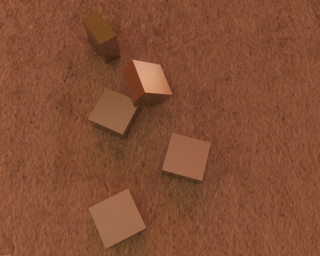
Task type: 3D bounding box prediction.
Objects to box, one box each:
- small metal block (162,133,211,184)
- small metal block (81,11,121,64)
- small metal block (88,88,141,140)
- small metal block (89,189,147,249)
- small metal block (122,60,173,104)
[{"bbox_3d":[0.033,0.039,0.394,0.050,0.025,0.050,15,71,5],"label":"small metal block"},{"bbox_3d":[-0.083,-0.128,0.441,0.025,0.050,0.050,-33,74,-11],"label":"small metal block"},{"bbox_3d":[-0.059,-0.019,0.414,0.050,0.025,0.050,23,72,8],"label":"small metal block"},{"bbox_3d":[-0.049,0.108,0.368,0.050,0.025,0.050,-25,72,-9],"label":"small metal block"},{"bbox_3d":[-0.017,-0.061,0.416,0.050,0.025,0.050,-1,63,-45],"label":"small metal block"}]
